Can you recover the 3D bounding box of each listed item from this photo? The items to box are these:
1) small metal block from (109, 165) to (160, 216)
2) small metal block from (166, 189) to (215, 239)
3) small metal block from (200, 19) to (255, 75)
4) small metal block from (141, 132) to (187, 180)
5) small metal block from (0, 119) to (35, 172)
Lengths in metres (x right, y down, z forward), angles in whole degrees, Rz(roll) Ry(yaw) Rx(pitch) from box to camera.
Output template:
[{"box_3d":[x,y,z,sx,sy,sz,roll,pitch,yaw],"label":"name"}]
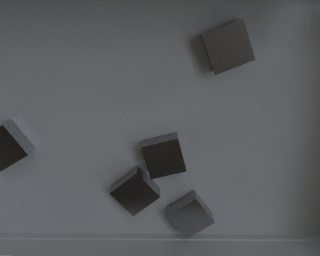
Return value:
[{"box_3d":[-0.035,0.090,0.444,0.050,0.025,0.050,-38,106,12],"label":"small metal block"},{"box_3d":[0.045,0.128,0.459,0.050,0.025,0.050,-34,107,11],"label":"small metal block"},{"box_3d":[0.081,-0.099,0.376,0.050,0.025,0.050,-21,109,7],"label":"small metal block"},{"box_3d":[0.005,0.038,0.425,0.050,0.025,0.050,-14,110,4],"label":"small metal block"},{"box_3d":[-0.209,0.024,0.417,0.050,0.025,0.050,-30,108,10],"label":"small metal block"}]
